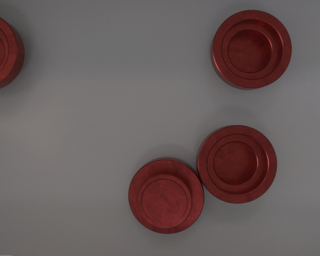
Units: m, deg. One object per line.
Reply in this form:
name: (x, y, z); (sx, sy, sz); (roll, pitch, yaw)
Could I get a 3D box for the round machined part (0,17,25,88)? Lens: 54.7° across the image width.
round machined part: (-0.224, -0.096, 0.401); (0.099, 0.042, 0.097); (0, 90, 0)

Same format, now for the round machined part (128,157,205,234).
round machined part: (0.008, 0.089, 0.397); (0.099, 0.042, 0.097); (0, 93, 6)

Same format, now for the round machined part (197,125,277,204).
round machined part: (0.096, 0.045, 0.403); (0.099, 0.042, 0.097); (0, 90, -1)

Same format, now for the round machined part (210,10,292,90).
round machined part: (0.114, -0.098, 0.403); (0.099, 0.042, 0.097); (0, 90, 0)
